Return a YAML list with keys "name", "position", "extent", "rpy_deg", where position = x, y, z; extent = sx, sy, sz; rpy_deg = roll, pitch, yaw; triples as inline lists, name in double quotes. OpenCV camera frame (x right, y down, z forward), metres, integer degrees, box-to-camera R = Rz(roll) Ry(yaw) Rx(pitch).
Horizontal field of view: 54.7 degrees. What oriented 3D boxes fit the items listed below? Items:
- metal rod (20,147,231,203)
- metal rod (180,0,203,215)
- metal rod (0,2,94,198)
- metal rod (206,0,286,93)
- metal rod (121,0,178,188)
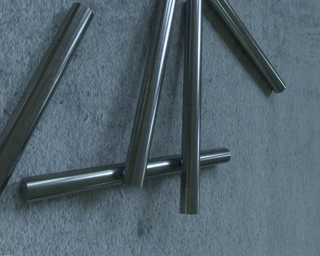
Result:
- name: "metal rod"
  position: [-0.014, 0.051, 0.392]
  extent: [0.302, 0.025, 0.025]
  rpy_deg: [-4, 93, -40]
- name: "metal rod"
  position: [0.043, -0.038, 0.419]
  extent: [0.025, 0.025, 0.299]
  rpy_deg: [11, 77, -40]
- name: "metal rod"
  position: [-0.135, 0.007, 0.291]
  extent: [0.025, 0.025, 0.299]
  rpy_deg: [34, 69, -35]
- name: "metal rod"
  position: [0.134, -0.158, 0.516]
  extent: [0.301, 0.025, 0.025]
  rpy_deg: [40, 66, -33]
- name: "metal rod"
  position: [-0.005, -0.078, 0.382]
  extent: [0.025, 0.025, 0.299]
  rpy_deg: [23, 71, -38]
